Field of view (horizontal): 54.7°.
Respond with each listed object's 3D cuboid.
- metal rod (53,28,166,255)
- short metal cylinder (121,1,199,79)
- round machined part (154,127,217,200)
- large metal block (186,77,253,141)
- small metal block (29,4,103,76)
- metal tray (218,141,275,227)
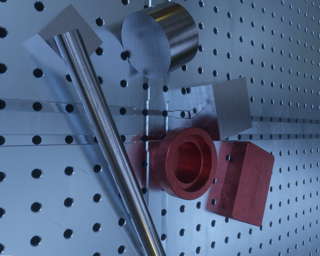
[{"bbox_3d":[-0.047,0.040,0.353,0.025,0.025,0.298,-35,117,-35],"label":"metal rod"},{"bbox_3d":[-0.001,-0.106,0.375,0.050,0.080,0.080,-35,112,-35],"label":"short metal cylinder"},{"bbox_3d":[0.031,0.047,0.427,0.099,0.042,0.097,0,90,-40],"label":"round machined part"},{"bbox_3d":[0.092,-0.030,0.473,0.081,0.050,0.079,-18,102,-39],"label":"large metal block"},{"bbox_3d":[-0.098,-0.092,0.328,0.050,0.025,0.050,50,61,-29],"label":"small metal block"},{"bbox_3d":[0.152,0.097,0.537,0.090,0.030,0.130,27,73,-37],"label":"metal tray"}]
